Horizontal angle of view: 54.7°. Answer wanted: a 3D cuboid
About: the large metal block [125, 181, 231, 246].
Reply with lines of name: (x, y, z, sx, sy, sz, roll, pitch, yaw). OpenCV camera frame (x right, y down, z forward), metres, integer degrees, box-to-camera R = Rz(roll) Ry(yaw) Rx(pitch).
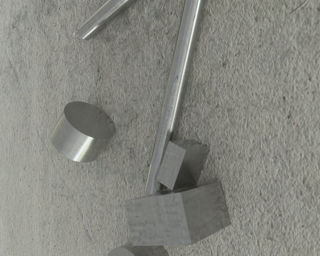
large metal block: (0.021, 0.096, 0.352, 0.080, 0.081, 0.050, -18, 79, 38)

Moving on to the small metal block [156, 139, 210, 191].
small metal block: (0.028, 0.042, 0.365, 0.025, 0.050, 0.050, 28, 108, 36)

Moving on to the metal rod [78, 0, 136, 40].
metal rod: (-0.015, -0.204, 0.417, 0.299, 0.025, 0.025, -25, 75, 37)

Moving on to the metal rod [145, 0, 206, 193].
metal rod: (0.022, -0.060, 0.386, 0.025, 0.025, 0.298, 20, 102, 38)

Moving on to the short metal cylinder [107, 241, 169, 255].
short metal cylinder: (-0.029, 0.193, 0.413, 0.080, 0.050, 0.080, 0, 90, 40)

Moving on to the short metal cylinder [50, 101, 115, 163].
short metal cylinder: (-0.115, 0.005, 0.464, 0.080, 0.081, 0.050, 52, 121, 27)
